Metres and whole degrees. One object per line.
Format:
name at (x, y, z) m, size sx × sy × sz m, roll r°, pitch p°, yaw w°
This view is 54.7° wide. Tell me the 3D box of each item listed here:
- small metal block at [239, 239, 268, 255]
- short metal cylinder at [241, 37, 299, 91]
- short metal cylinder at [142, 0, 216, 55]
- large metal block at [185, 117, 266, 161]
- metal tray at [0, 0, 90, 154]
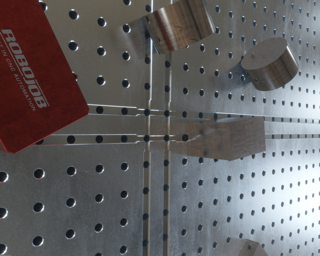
small metal block at (0.164, 0.235, 0.547) m, size 0.050 × 0.025 × 0.050 m, roll -51°, pitch 120°, yaw -28°
short metal cylinder at (0.187, -0.109, 0.530) m, size 0.050 × 0.080 × 0.080 m, roll 48°, pitch 61°, yaw -29°
short metal cylinder at (0.024, -0.133, 0.393) m, size 0.080 × 0.080 × 0.050 m, roll -37°, pitch 113°, yaw -34°
large metal block at (0.095, 0.013, 0.453) m, size 0.081 × 0.080 × 0.050 m, roll -8°, pitch 96°, yaw -40°
metal tray at (-0.135, -0.052, 0.292) m, size 0.091 × 0.030 × 0.129 m, roll -34°, pitch 111°, yaw -35°
